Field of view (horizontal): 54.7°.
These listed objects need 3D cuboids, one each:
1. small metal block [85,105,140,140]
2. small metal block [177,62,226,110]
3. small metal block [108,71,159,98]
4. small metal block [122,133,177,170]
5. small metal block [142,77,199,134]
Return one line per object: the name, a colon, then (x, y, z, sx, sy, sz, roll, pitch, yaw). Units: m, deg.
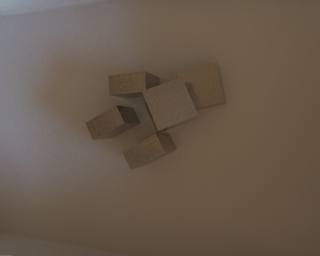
small metal block: (-0.062, -0.007, 0.418, 0.050, 0.050, 0.025, -27, 81, 18)
small metal block: (0.053, -0.051, 0.391, 0.050, 0.025, 0.050, -11, 86, 19)
small metal block: (-0.033, -0.056, 0.408, 0.050, 0.050, 0.025, -3, 89, 19)
small metal block: (-0.012, 0.029, 0.401, 0.050, 0.050, 0.025, -28, 81, 17)
small metal block: (0.011, -0.026, 0.369, 0.050, 0.025, 0.050, -21, 82, -8)
